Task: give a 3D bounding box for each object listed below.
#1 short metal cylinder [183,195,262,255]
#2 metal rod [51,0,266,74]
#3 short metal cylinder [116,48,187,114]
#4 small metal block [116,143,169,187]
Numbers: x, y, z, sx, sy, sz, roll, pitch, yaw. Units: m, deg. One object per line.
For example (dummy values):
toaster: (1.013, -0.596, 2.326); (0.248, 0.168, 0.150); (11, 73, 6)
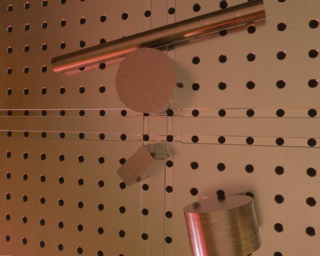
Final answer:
short metal cylinder: (0.071, 0.112, 0.358); (0.080, 0.080, 0.050); (-12, 86, 19)
metal rod: (-0.016, -0.118, 0.418); (0.301, 0.025, 0.025); (-10, 87, 19)
short metal cylinder: (-0.010, -0.058, 0.403); (0.080, 0.050, 0.080); (0, 90, 20)
small metal block: (-0.022, 0.047, 0.407); (0.050, 0.050, 0.025); (-45, 76, 14)
